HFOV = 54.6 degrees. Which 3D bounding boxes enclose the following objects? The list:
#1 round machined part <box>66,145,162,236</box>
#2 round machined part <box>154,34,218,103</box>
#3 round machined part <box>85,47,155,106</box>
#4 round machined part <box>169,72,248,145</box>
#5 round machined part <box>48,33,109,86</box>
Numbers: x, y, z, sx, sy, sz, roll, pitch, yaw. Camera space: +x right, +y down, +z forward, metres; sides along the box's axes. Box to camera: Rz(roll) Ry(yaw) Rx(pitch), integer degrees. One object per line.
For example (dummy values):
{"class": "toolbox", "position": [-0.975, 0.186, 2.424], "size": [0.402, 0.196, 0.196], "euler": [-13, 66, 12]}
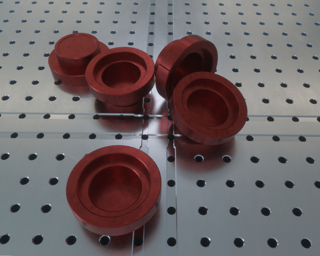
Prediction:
{"class": "round machined part", "position": [-0.047, 0.070, 0.338], "size": [0.099, 0.042, 0.098], "euler": [0, 50, 0]}
{"class": "round machined part", "position": [0.031, -0.083, 0.431], "size": [0.099, 0.098, 0.042], "euler": [-32, 53, -24]}
{"class": "round machined part", "position": [-0.055, -0.071, 0.453], "size": [0.098, 0.042, 0.098], "euler": [-1, 54, 2]}
{"class": "round machined part", "position": [0.059, -0.022, 0.404], "size": [0.099, 0.042, 0.098], "euler": [7, 61, -12]}
{"class": "round machined part", "position": [-0.128, -0.115, 0.493], "size": [0.099, 0.042, 0.098], "euler": [0, 50, 0]}
